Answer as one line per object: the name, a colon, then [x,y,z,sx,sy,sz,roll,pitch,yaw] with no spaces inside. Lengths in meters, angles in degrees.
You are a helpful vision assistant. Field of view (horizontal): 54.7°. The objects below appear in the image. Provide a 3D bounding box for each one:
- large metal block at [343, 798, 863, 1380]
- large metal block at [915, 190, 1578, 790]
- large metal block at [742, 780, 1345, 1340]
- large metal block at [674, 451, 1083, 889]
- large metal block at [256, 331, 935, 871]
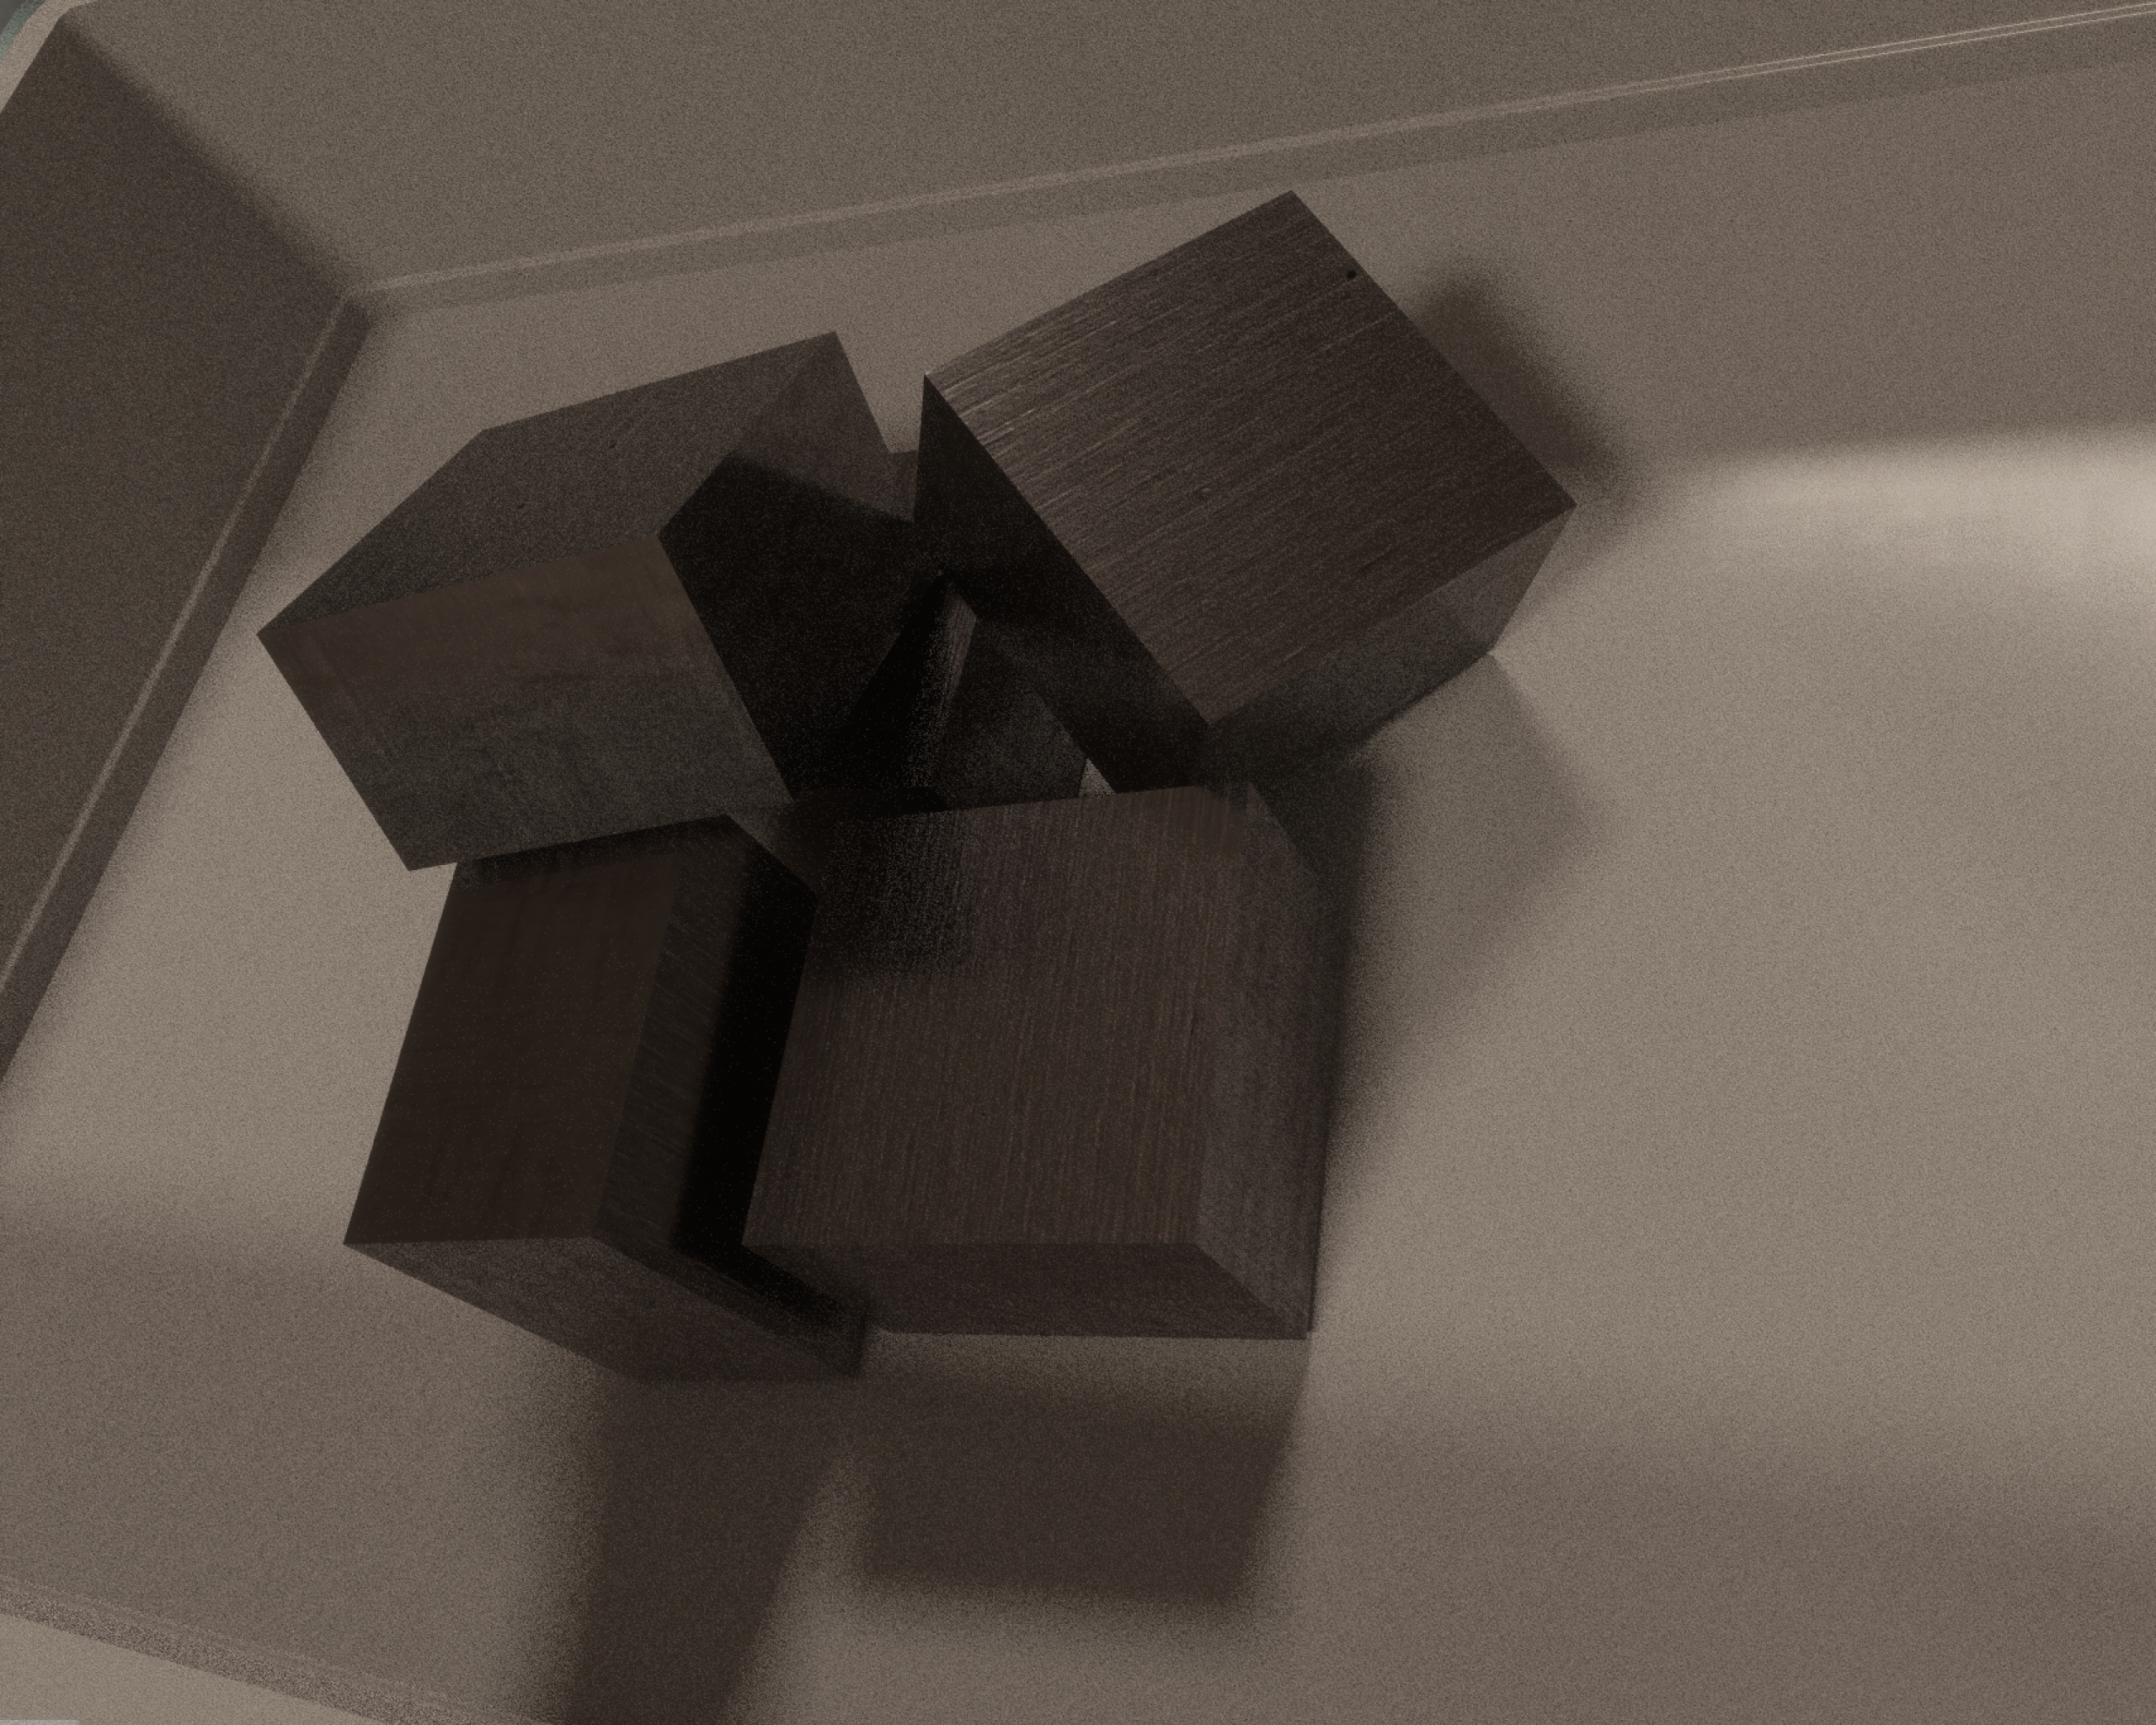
large metal block: [-0.076,0.044,0.380,0.050,0.080,0.080,-6,59,25]
large metal block: [0.027,-0.062,0.378,0.080,0.050,0.080,-32,73,-19]
large metal block: [-0.003,0.036,0.363,0.080,0.050,0.080,-5,59,25]
large metal block: [-0.044,-0.037,0.432,0.080,0.050,0.080,-1,61,27]
large metal block: [-0.081,-0.047,0.374,0.080,0.050,0.080,-9,33,23]
